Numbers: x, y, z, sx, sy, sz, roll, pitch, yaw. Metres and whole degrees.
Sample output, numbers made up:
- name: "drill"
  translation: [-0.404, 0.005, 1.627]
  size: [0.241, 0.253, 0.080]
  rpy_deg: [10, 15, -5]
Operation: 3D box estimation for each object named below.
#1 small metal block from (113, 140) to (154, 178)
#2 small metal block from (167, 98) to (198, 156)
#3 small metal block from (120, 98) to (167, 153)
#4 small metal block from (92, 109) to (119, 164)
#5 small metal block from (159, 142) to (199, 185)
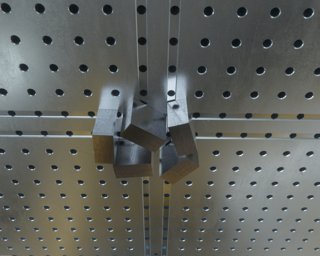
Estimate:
- name: "small metal block"
  translation: [-0.035, 0.041, 0.429]
  size: [0.050, 0.050, 0.025]
  rpy_deg: [-4, 130, 3]
- name: "small metal block"
  translation: [0.028, -0.001, 0.394]
  size: [0.025, 0.050, 0.050]
  rpy_deg: [-13, 128, 10]
- name: "small metal block"
  translation: [-0.020, -0.004, 0.392]
  size: [0.050, 0.050, 0.025]
  rpy_deg: [27, 126, -21]
- name: "small metal block"
  translation: [-0.070, 0.011, 0.404]
  size: [0.025, 0.050, 0.050]
  rpy_deg: [3, 131, -2]
- name: "small metal block"
  translation: [0.026, 0.042, 0.430]
  size: [0.025, 0.050, 0.050]
  rpy_deg: [35, 122, -25]
